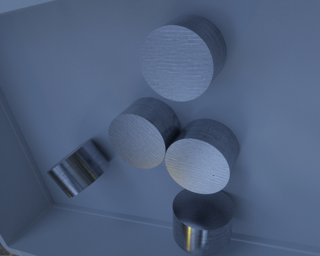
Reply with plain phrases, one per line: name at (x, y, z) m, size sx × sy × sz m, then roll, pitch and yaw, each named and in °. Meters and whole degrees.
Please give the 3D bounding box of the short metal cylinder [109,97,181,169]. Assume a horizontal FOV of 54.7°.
short metal cylinder at (-0.019, 0.006, 0.407) m, size 0.080 × 0.050 × 0.079 m, roll 13°, pitch 124°, yaw 21°

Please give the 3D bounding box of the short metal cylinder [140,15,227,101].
short metal cylinder at (0.026, -0.075, 0.333) m, size 0.080 × 0.050 × 0.079 m, roll 13°, pitch 124°, yaw 21°

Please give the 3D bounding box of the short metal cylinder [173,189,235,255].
short metal cylinder at (0.057, 0.124, 0.419) m, size 0.080 × 0.080 × 0.050 m, roll 12°, pitch 124°, yaw 21°

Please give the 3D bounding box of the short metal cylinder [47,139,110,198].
short metal cylinder at (-0.124, 0.061, 0.476) m, size 0.080 × 0.080 × 0.050 m, roll -30°, pitch 102°, yaw 38°

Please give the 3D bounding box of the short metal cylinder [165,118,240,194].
short metal cylinder at (0.053, 0.035, 0.386) m, size 0.080 × 0.050 × 0.079 m, roll 13°, pitch 124°, yaw 21°
